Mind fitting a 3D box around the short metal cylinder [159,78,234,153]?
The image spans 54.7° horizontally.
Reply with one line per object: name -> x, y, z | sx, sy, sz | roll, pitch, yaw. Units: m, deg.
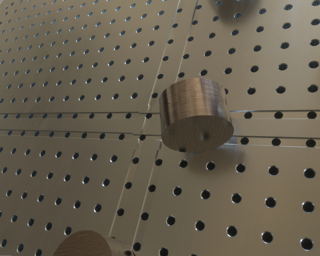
short metal cylinder -> 0.040, -0.012, 0.358 | 0.080, 0.080, 0.050 | -17, 55, 18

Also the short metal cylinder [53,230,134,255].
short metal cylinder -> -0.072, 0.156, 0.333 | 0.080, 0.050, 0.080 | -13, 56, 20
